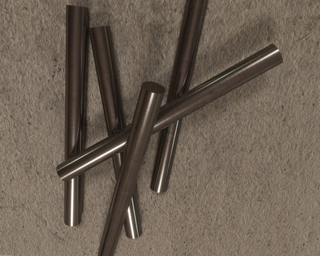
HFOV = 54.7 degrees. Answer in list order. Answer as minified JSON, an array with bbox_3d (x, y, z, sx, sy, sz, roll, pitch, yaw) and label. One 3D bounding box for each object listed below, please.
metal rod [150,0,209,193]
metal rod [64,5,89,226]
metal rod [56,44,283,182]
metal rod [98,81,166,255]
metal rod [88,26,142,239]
[{"bbox_3d":[0.025,-0.052,0.390,0.025,0.025,0.298,9,110,-4],"label":"metal rod"},{"bbox_3d":[-0.112,-0.001,0.407,0.025,0.025,0.298,6,110,-3],"label":"metal rod"},{"bbox_3d":[0.004,-0.013,0.377,0.300,0.025,0.025,-29,108,9],"label":"metal rod"},{"bbox_3d":[-0.045,0.077,0.400,0.025,0.025,0.298,14,123,-6],"label":"metal rod"},{"bbox_3d":[-0.055,0.020,0.416,0.025,0.025,0.298,-6,110,2],"label":"metal rod"}]
